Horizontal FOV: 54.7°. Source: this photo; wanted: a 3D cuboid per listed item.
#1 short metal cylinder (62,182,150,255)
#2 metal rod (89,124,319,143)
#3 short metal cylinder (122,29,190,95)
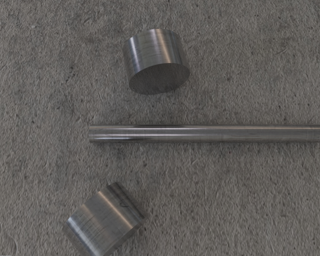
[{"bbox_3d":[-0.058,0.105,0.340,0.080,0.080,0.050,-41,75,-13],"label":"short metal cylinder"},{"bbox_3d":[0.061,0.007,0.405,0.302,0.025,0.025,0,70,0],"label":"metal rod"},{"bbox_3d":[-0.006,-0.085,0.410,0.081,0.080,0.050,-11,71,-4],"label":"short metal cylinder"}]
